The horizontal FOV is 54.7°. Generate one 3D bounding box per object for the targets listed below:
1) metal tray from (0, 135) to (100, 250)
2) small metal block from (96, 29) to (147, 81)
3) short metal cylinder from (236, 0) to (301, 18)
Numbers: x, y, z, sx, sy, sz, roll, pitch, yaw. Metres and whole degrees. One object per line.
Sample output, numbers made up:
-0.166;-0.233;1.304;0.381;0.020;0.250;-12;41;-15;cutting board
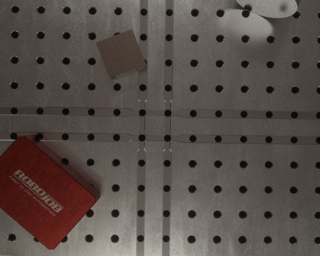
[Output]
-0.157;0.082;0.409;0.130;0.030;0.090;41;90;-1;metal tray
-0.050;-0.096;0.413;0.050;0.025;0.050;-21;90;-1;small metal block
0.140;-0.181;0.388;0.080;0.080;0.050;21;90;-1;short metal cylinder
